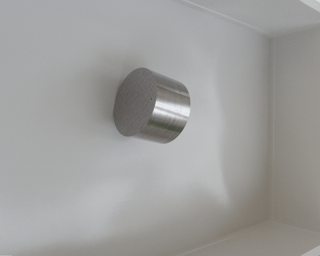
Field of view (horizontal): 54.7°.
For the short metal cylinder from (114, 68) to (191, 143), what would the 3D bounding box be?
[{"bbox_3d":[-0.011,-0.025,0.363,0.050,0.080,0.080,15,81,-40],"label":"short metal cylinder"}]
